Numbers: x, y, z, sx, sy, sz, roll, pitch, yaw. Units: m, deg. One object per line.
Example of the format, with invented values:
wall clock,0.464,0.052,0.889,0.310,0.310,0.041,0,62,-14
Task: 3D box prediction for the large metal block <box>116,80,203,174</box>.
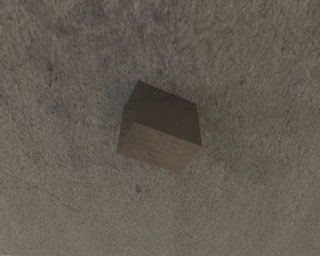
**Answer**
large metal block,-0.001,-0.002,0.369,0.080,0.080,0.050,20,127,-17
